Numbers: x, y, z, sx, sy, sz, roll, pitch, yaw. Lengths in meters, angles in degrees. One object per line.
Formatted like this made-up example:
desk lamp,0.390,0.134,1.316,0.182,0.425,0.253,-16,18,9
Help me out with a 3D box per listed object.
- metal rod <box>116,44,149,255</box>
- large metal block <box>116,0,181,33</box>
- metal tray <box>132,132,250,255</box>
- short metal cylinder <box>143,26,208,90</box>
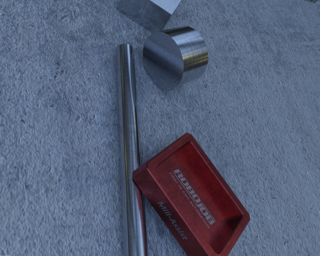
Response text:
metal rod,-0.036,0.018,0.372,0.025,0.025,0.299,8,58,-24
large metal block,-0.013,-0.210,0.509,0.080,0.050,0.080,32,52,-8
metal tray,0.039,0.079,0.355,0.130,0.030,0.091,54,43,2
short metal cylinder,0.021,-0.100,0.441,0.050,0.080,0.080,-26,76,-37
